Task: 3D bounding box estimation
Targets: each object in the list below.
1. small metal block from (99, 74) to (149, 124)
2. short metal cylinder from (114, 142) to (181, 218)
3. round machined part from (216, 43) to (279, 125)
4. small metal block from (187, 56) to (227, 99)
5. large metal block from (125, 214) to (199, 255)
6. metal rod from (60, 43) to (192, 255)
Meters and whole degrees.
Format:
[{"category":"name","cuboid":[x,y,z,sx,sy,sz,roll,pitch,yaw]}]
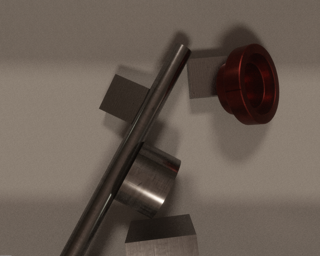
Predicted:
[{"category":"small metal block","cuboid":[-0.043,-0.036,0.405,0.050,0.025,0.050,25,90,14]},{"category":"short metal cylinder","cuboid":[-0.015,0.064,0.384,0.050,0.080,0.080,28,90,-1]},{"category":"round machined part","cuboid":[0.107,-0.052,0.387,0.099,0.042,0.097,5,83,-44]},{"category":"small metal block","cuboid":[0.064,-0.067,0.412,0.050,0.025,0.050,-5,90,-1]},{"category":"large metal block","cuboid":[0.003,0.148,0.384,0.081,0.080,0.050,-7,90,0]},{"category":"metal rod","cuboid":[-0.040,0.031,0.378,0.025,0.025,0.299,28,84,-1]}]
